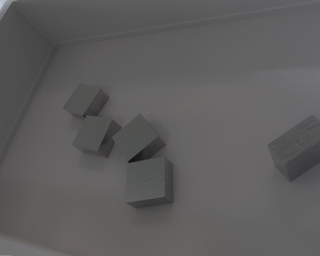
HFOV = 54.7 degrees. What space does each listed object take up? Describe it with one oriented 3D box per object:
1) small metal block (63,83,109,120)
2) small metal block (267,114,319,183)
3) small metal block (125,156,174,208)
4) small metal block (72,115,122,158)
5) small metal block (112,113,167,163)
[{"bbox_3d":[-0.118,-0.040,0.492,0.050,0.025,0.050,19,72,35],"label":"small metal block"},{"bbox_3d":[0.138,0.022,0.304,0.050,0.050,0.025,-36,51,5],"label":"small metal block"},{"bbox_3d":[-0.012,0.066,0.372,0.050,0.025,0.050,-13,56,20],"label":"small metal block"},{"bbox_3d":[-0.091,0.012,0.447,0.050,0.025,0.050,8,66,32],"label":"small metal block"},{"bbox_3d":[-0.028,0.017,0.410,0.050,0.025,0.050,-40,51,1],"label":"small metal block"}]
